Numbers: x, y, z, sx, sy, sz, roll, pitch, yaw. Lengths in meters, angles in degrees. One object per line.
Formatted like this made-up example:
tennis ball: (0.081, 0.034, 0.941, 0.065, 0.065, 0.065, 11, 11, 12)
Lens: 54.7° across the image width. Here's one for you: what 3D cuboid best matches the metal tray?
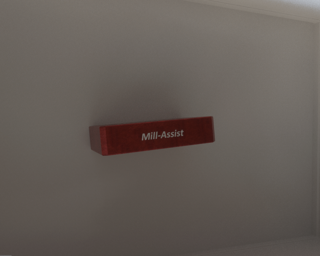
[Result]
metal tray: (-0.012, 0.007, 0.372, 0.131, 0.090, 0.030, -6, 92, -20)
